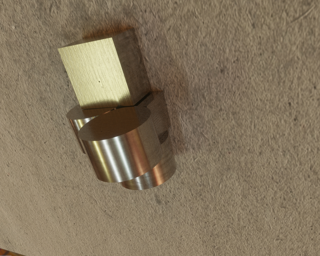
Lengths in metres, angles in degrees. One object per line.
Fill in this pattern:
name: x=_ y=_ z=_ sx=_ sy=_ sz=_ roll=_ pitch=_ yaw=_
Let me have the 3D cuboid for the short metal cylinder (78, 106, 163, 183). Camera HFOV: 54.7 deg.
short metal cylinder: x=-0.042 y=0.015 z=0.340 sx=0.080 sy=0.080 sz=0.050 roll=-2 pitch=117 yaw=29

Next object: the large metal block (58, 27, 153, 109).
large metal block: x=-0.065 y=-0.072 z=0.383 sx=0.080 sy=0.050 sz=0.080 roll=-2 pitch=118 yaw=29

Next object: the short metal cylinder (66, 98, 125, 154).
short metal cylinder: x=-0.075 y=-0.007 z=0.409 sx=0.080 sy=0.080 sz=0.050 roll=-2 pitch=117 yaw=29

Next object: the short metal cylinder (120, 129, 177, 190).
short metal cylinder: x=-0.023 y=0.037 z=0.408 sx=0.080 sy=0.080 sz=0.050 roll=0 pitch=118 yaw=28

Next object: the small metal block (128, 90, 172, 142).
small metal block: x=-0.011 y=-0.015 z=0.391 sx=0.025 sy=0.050 sz=0.050 roll=1 pitch=119 yaw=28
